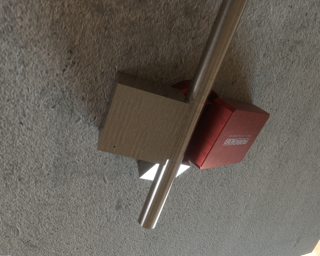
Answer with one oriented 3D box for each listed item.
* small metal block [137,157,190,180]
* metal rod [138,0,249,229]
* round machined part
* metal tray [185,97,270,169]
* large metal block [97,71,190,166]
[{"bbox_3d":[0.005,0.050,0.429,0.050,0.025,0.050,17,135,-35],"label":"small metal block"},{"bbox_3d":[0.031,-0.005,0.368,0.025,0.025,0.298,8,112,-32],"label":"metal rod"},{"bbox_3d":[0.042,-0.011,0.413,0.099,0.042,0.097,-14,124,-21],"label":"round machined part"},{"bbox_3d":[0.098,0.008,0.435,0.131,0.030,0.089,2,121,-52],"label":"metal tray"},{"bbox_3d":[-0.022,-0.011,0.359,0.081,0.050,0.079,15,112,-15],"label":"large metal block"}]
